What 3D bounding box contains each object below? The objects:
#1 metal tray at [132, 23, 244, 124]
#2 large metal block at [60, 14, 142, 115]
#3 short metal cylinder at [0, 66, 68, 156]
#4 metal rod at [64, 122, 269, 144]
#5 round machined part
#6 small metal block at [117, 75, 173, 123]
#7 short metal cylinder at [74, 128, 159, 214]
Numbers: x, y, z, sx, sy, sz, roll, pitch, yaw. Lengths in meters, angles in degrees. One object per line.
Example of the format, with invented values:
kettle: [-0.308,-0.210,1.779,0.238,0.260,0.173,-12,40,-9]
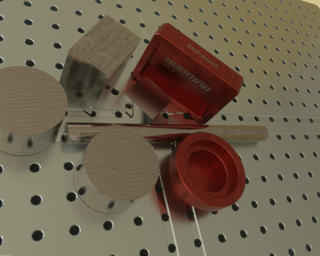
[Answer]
metal tray: [0.036,-0.070,0.428,0.130,0.090,0.030,35,51,-6]
large metal block: [-0.075,-0.077,0.379,0.050,0.080,0.080,34,51,-7]
short metal cylinder: [-0.143,-0.018,0.325,0.081,0.050,0.080,14,56,-21]
metal rod: [0.028,0.007,0.418,0.303,0.025,0.025,1,62,-28]
round machined part: [0.055,0.057,0.392,0.099,0.042,0.098,14,56,-21]
small metal block: [-0.020,-0.036,0.419,0.050,0.025,0.050,43,51,1]
short metal cylinder: [-0.048,0.047,0.337,0.081,0.050,0.080,14,56,-21]
